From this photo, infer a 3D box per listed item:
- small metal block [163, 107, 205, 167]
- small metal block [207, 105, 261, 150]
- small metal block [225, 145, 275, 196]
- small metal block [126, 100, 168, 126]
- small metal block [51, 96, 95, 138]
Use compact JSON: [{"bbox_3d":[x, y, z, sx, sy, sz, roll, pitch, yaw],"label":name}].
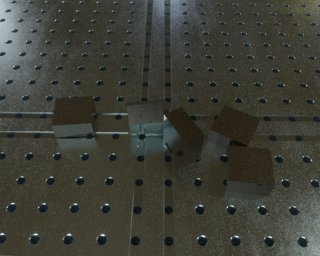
[{"bbox_3d":[0.028,0.011,0.382,0.025,0.050,0.050,-23,54,-18],"label":"small metal block"},{"bbox_3d":[0.097,0.003,0.406,0.050,0.025,0.050,24,54,18],"label":"small metal block"},{"bbox_3d":[0.105,0.050,0.367,0.050,0.025,0.050,6,50,4],"label":"small metal block"},{"bbox_3d":[-0.018,-0.022,0.408,0.050,0.025,0.050,-6,10,-6],"label":"small metal block"},{"bbox_3d":[-0.115,-0.016,0.419,0.050,0.025,0.050,-4,50,-4],"label":"small metal block"}]
